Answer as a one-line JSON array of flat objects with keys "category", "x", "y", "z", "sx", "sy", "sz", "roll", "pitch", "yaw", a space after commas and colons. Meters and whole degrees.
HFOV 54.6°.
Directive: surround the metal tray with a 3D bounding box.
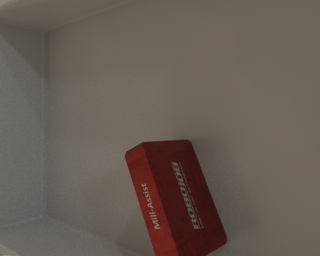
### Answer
[{"category": "metal tray", "x": 0.019, "y": 0.079, "z": 0.349, "sx": 0.030, "sy": 0.091, "sz": 0.130, "roll": -31, "pitch": 71, "yaw": 36}]
